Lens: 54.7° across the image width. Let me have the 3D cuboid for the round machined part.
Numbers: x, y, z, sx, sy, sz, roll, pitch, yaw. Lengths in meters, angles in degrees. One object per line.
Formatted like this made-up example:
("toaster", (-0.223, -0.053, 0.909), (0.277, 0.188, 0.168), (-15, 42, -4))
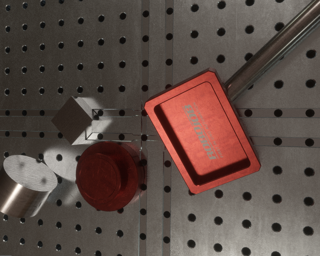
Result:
("round machined part", (-0.075, 0.067, 0.429), (0.098, 0.042, 0.097), (0, 90, 19))

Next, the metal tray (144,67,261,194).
("metal tray", (0.051, 0.006, 0.369), (0.090, 0.030, 0.130), (-25, 101, 18))

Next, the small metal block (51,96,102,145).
("small metal block", (-0.122, -0.011, 0.454), (0.050, 0.025, 0.050), (47, 104, 13))

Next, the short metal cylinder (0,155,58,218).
("short metal cylinder", (-0.199, 0.084, 0.452), (0.080, 0.080, 0.050), (39, 102, 15))

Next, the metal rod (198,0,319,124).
("metal rod", (0.157, -0.114, 0.357), (0.299, 0.025, 0.025), (-44, 77, 14))
